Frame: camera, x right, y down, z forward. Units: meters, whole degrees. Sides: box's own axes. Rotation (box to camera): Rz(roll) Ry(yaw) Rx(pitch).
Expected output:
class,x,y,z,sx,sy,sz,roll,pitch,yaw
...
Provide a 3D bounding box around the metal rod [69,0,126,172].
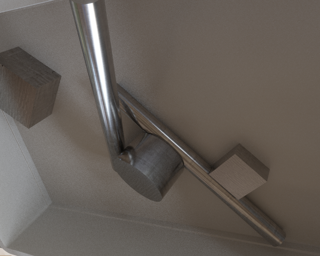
class,x,y,z,sx,sy,sz,roll,pitch,yaw
metal rod,-0.057,-0.020,0.349,0.025,0.025,0.299,25,151,12

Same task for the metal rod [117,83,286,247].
class,x,y,z,sx,sy,sz,roll,pitch,yaw
metal rod,0.047,0.049,0.413,0.300,0.025,0.025,42,129,-1

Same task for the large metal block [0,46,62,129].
class,x,y,z,sx,sy,sz,roll,pitch,yaw
large metal block,-0.203,-0.060,0.460,0.080,0.050,0.079,34,129,5

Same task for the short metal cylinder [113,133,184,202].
class,x,y,z,sx,sy,sz,roll,pitch,yaw
short metal cylinder,-0.015,0.052,0.414,0.080,0.050,0.080,31,151,20

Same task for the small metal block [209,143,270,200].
class,x,y,z,sx,sy,sz,roll,pitch,yaw
small metal block,0.100,0.055,0.390,0.050,0.025,0.050,41,129,-1
